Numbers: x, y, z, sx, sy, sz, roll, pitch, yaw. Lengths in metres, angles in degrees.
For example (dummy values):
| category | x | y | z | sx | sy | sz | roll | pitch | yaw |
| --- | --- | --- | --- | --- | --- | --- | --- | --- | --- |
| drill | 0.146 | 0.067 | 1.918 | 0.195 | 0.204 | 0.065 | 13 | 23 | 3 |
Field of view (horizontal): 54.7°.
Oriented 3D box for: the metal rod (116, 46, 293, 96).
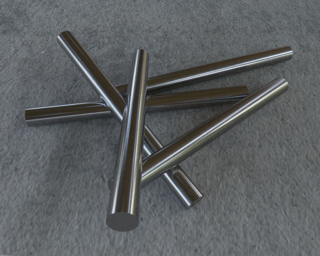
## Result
| category | x | y | z | sx | sy | sz | roll | pitch | yaw |
| --- | --- | --- | --- | --- | --- | --- | --- | --- | --- |
| metal rod | 0.068 | -0.084 | 0.474 | 0.302 | 0.025 | 0.025 | -15 | 52 | -13 |

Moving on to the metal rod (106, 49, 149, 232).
| category | x | y | z | sx | sy | sz | roll | pitch | yaw |
| --- | --- | --- | --- | --- | --- | --- | --- | --- | --- |
| metal rod | -0.029 | -0.019 | 0.356 | 0.025 | 0.025 | 0.300 | 0 | 37 | 0 |

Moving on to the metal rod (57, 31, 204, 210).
| category | x | y | z | sx | sy | sz | roll | pitch | yaw |
| --- | --- | --- | --- | --- | --- | --- | --- | --- | --- |
| metal rod | -0.050 | -0.025 | 0.394 | 0.025 | 0.025 | 0.300 | -30 | 65 | -23 |

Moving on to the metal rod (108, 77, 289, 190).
| category | x | y | z | sx | sy | sz | roll | pitch | yaw |
| --- | --- | --- | --- | --- | --- | --- | --- | --- | --- |
| metal rod | 0.068 | -0.002 | 0.377 | 0.302 | 0.025 | 0.025 | -29 | 56 | -33 |

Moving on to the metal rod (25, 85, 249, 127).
| category | x | y | z | sx | sy | sz | roll | pitch | yaw |
| --- | --- | --- | --- | --- | --- | --- | --- | --- | --- |
| metal rod | -0.026 | -0.032 | 0.429 | 0.302 | 0.025 | 0.025 | -7 | 51 | -6 |
